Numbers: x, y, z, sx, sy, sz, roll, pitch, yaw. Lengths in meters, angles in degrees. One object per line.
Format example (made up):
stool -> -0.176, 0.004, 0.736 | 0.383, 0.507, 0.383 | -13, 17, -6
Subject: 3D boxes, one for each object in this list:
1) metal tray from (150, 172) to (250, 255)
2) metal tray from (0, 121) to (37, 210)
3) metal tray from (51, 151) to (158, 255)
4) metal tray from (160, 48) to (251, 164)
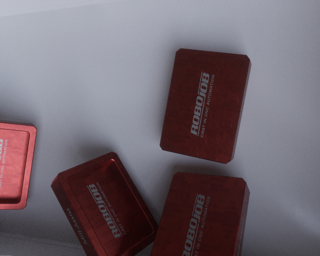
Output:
metal tray -> 0.045, 0.117, 0.349 | 0.090, 0.030, 0.130 | 2, 56, 27
metal tray -> -0.240, 0.054, 0.460 | 0.030, 0.091, 0.129 | 16, 97, 62
metal tray -> -0.067, 0.104, 0.396 | 0.130, 0.091, 0.030 | 58, 137, 11
metal tray -> 0.056, -0.028, 0.388 | 0.090, 0.030, 0.129 | 11, 94, 19
